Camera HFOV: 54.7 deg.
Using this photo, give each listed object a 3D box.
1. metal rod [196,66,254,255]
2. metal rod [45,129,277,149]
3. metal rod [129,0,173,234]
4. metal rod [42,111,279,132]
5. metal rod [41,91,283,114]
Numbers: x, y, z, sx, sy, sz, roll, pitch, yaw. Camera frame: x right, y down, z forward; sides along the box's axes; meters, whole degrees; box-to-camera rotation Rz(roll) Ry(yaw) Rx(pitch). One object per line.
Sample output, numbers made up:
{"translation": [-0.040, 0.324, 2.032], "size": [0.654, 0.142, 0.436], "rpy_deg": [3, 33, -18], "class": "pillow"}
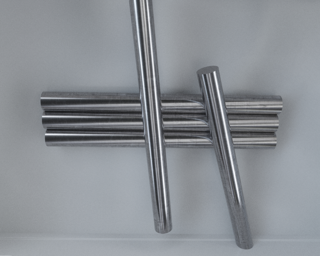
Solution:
{"translation": [0.093, 0.062, 0.413], "size": [0.025, 0.025, 0.298], "rpy_deg": [-15, 117, 5], "class": "metal rod"}
{"translation": [0.002, 0.014, 0.415], "size": [0.302, 0.025, 0.025], "rpy_deg": [1, 110, -1], "class": "metal rod"}
{"translation": [-0.008, 0.001, 0.383], "size": [0.025, 0.025, 0.298], "rpy_deg": [-5, 110, 1], "class": "metal rod"}
{"translation": [0.002, -0.009, 0.407], "size": [0.302, 0.025, 0.025], "rpy_deg": [1, 110, -1], "class": "metal rod"}
{"translation": [0.003, -0.032, 0.398], "size": [0.302, 0.025, 0.025], "rpy_deg": [1, 110, -1], "class": "metal rod"}
